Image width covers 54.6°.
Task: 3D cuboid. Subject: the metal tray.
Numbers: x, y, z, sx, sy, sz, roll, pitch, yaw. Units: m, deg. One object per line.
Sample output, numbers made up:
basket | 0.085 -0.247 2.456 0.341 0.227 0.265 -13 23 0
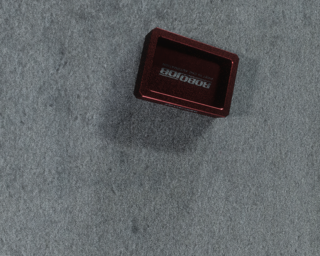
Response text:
metal tray | 0.038 -0.071 0.419 0.131 0.030 0.090 13 86 -20
